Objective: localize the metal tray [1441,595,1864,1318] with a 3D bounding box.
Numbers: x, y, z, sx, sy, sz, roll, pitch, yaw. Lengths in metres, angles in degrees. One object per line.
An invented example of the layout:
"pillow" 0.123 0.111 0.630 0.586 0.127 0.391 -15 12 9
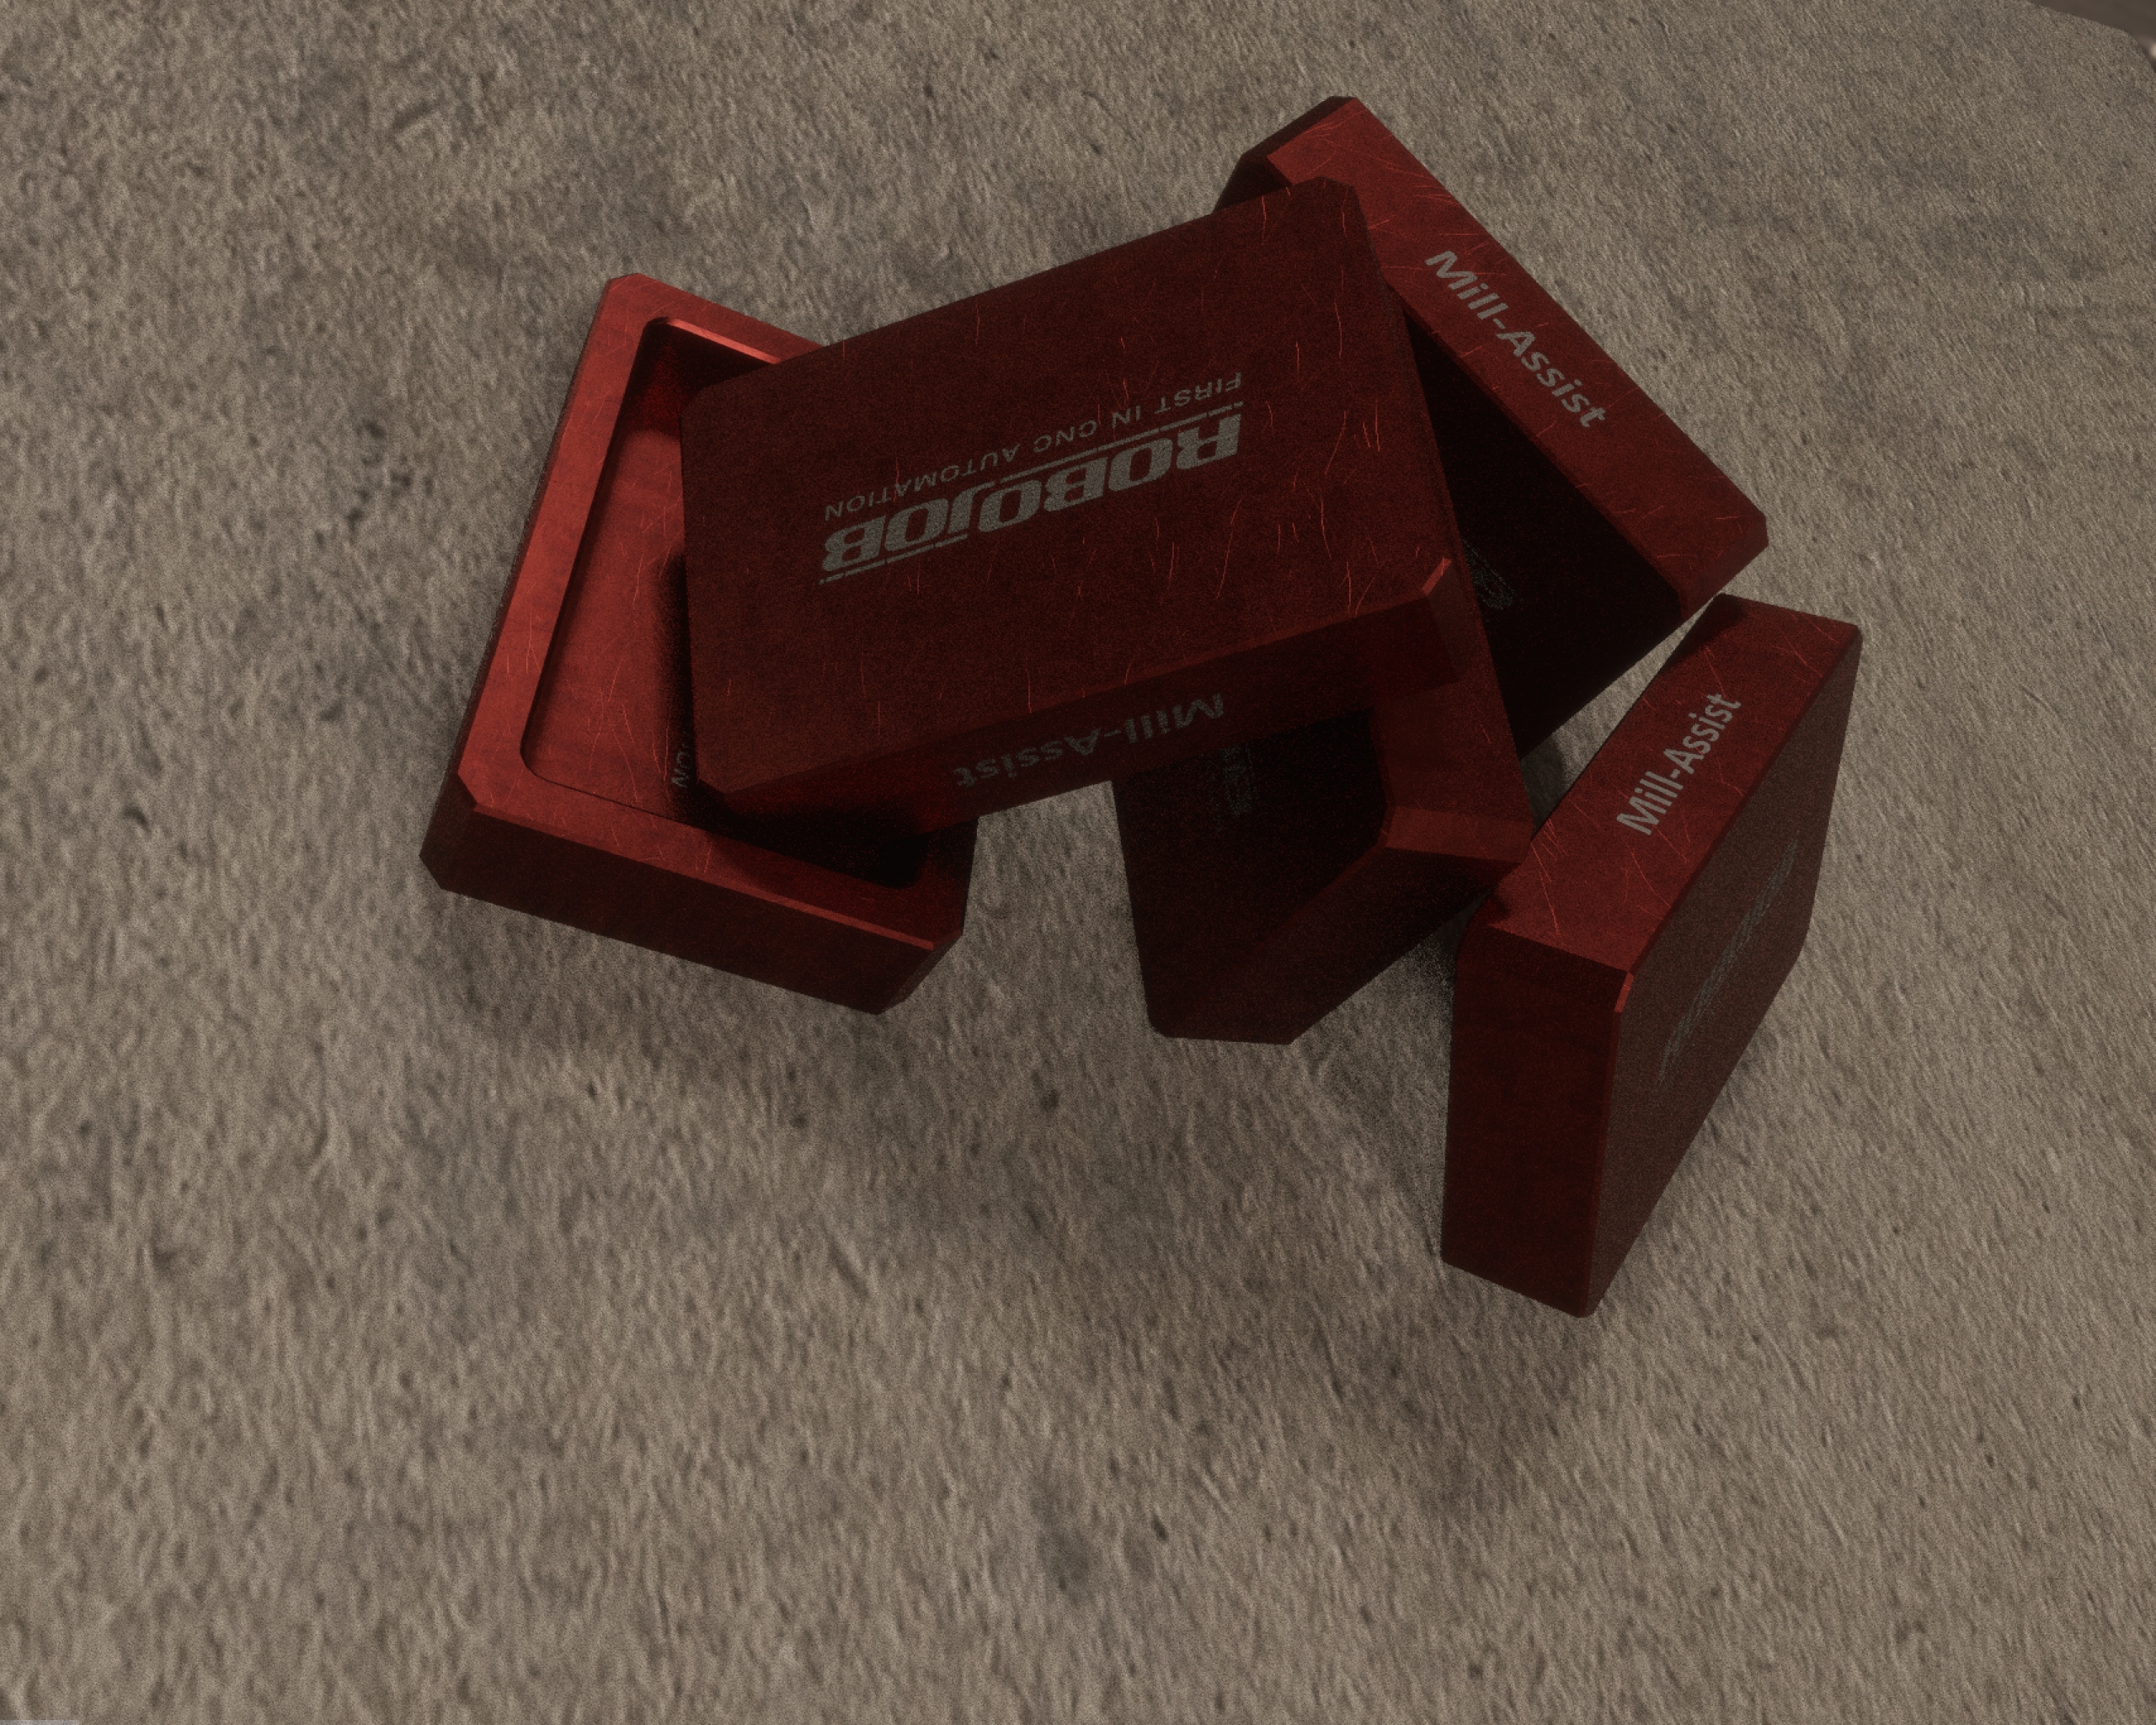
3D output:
"metal tray" 0.116 0.016 0.418 0.030 0.089 0.131 20 45 28

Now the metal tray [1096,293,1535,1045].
"metal tray" 0.038 -0.040 0.411 0.030 0.090 0.130 6 60 -26

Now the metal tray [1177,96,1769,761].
"metal tray" 0.076 -0.091 0.459 0.030 0.090 0.130 -41 85 -25

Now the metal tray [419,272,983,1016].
"metal tray" -0.062 -0.044 0.397 0.091 0.030 0.130 18 54 -18

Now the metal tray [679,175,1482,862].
"metal tray" -0.004 -0.059 0.368 0.130 0.030 0.090 -15 62 13
